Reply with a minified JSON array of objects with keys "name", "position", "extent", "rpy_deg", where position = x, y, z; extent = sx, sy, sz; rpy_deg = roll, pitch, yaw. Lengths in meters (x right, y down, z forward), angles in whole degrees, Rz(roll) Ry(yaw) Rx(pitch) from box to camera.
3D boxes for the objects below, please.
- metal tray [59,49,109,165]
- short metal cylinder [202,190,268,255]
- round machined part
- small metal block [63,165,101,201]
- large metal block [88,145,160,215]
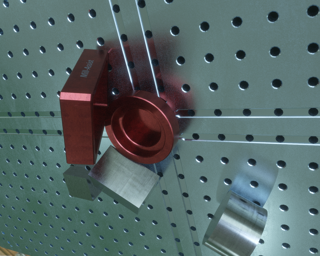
[{"name":"metal tray","position":[-0.084,-0.030,0.369],"extent":[0.030,0.130,0.089],"rpy_deg":[3,124,-3]},{"name":"short metal cylinder","position":[0.097,0.129,0.404],"extent":[0.050,0.080,0.079],"rpy_deg":[29,128,10]},{"name":"round machined part","position":[-0.020,-0.005,0.407],"extent":[0.098,0.042,0.097],"rpy_deg":[12,122,21]},{"name":"small metal block","position":[-0.136,0.097,0.543],"extent":[0.050,0.025,0.050],"rpy_deg":[6,121,25]},{"name":"large metal block","position":[-0.051,0.078,0.449],"extent":[0.080,0.050,0.080],"rpy_deg":[32,159,7]}]
